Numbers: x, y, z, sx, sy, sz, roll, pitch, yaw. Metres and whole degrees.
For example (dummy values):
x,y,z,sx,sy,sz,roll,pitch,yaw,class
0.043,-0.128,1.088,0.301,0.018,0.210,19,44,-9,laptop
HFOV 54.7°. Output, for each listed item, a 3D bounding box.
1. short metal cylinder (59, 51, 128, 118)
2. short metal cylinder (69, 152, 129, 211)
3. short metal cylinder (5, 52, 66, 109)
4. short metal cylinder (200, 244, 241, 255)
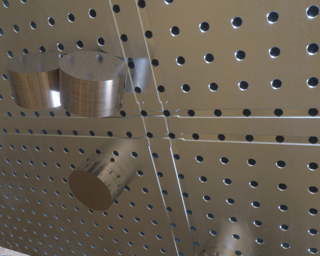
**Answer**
x,y,z,sx,sy,sz,roll,pitch,yaw,class
-0.083,-0.056,0.385,0.080,0.080,0.050,22,127,15,short metal cylinder
-0.099,0.086,0.500,0.080,0.050,0.079,13,124,21,short metal cylinder
-0.159,-0.066,0.419,0.080,0.080,0.050,14,124,20,short metal cylinder
0.094,0.233,0.490,0.080,0.050,0.079,13,124,21,short metal cylinder
